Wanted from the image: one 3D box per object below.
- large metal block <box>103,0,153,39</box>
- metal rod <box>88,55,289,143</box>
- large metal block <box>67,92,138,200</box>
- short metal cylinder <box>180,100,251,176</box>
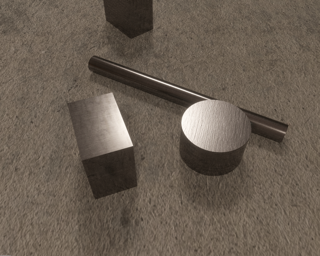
[{"bbox_3d":[-0.058,-0.220,0.551,0.050,0.080,0.080,-32,57,-24],"label":"large metal block"},{"bbox_3d":[0.028,-0.047,0.443,0.301,0.025,0.025,22,53,17],"label":"metal rod"},{"bbox_3d":[-0.064,0.021,0.349,0.050,0.080,0.080,-16,52,-13],"label":"large metal block"},{"bbox_3d":[0.065,0.011,0.378,0.081,0.050,0.080,0,50,0],"label":"short metal cylinder"}]
